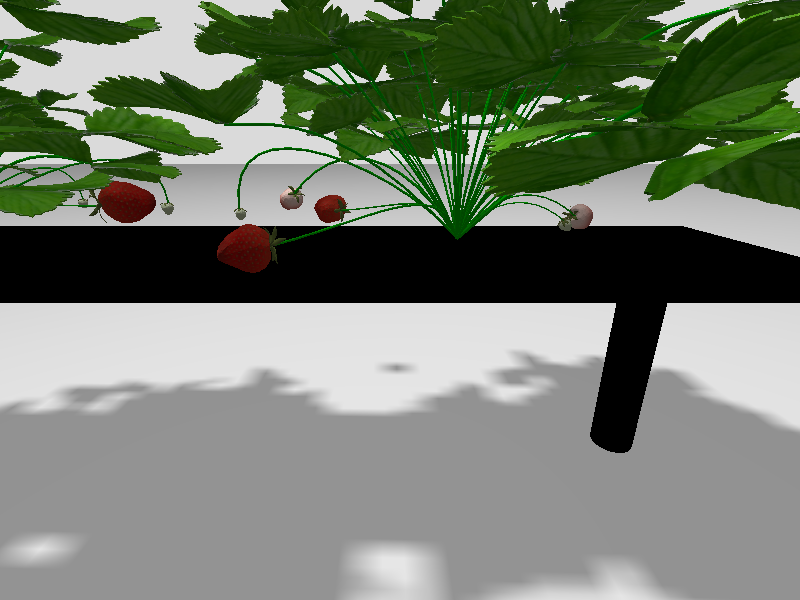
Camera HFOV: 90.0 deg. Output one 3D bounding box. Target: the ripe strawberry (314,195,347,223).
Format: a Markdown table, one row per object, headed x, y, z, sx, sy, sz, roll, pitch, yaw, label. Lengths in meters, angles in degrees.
| x | y | z | sx | sy | sz | roll | pitch | yaw | label |
| --- | --- | --- | --- | --- | --- | --- | --- | --- | --- |
| -0.075 | -0.097 | 0.425 | 0.034 | 0.029 | 0.034 | 12 | 24 | 31 | ripe strawberry |

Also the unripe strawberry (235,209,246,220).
| x | y | z | sx | sy | sz | roll | pitch | yaw | label |
| --- | --- | --- | --- | --- | --- | --- | --- | --- | --- |
| -0.160 | -0.086 | 0.403 | 0.010 | 0.011 | 0.011 | 5 | 21 | 14 | unripe strawberry |

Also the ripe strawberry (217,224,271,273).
| x | y | z | sx | sy | sz | roll | pitch | yaw | label |
| --- | --- | --- | --- | --- | --- | --- | --- | --- | --- |
| -0.098 | -0.032 | 0.252 | 0.032 | 0.031 | 0.030 | -14 | 25 | -32 | ripe strawberry |

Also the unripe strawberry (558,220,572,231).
| x | y | z | sx | sy | sz | roll | pitch | yaw | label |
| --- | --- | --- | --- | --- | --- | --- | --- | --- | --- |
| 0.158 | -0.071 | 0.382 | 0.011 | 0.011 | 0.013 | -41 | 26 | 0 | unripe strawberry |

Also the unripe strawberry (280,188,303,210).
| x | y | z | sx | sy | sz | roll | pitch | yaw | label |
| --- | --- | --- | --- | --- | --- | --- | --- | --- | --- |
| -0.142 | -0.130 | 0.518 | 0.031 | 0.027 | 0.031 | -20 | -6 | -43 | unripe strawberry |

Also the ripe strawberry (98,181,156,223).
| x | y | z | sx | sy | sz | roll | pitch | yaw | label |
| --- | --- | --- | --- | --- | --- | --- | --- | --- | --- |
| -0.285 | -0.103 | 0.419 | 0.049 | 0.042 | 0.049 | -13 | 24 | -32 | ripe strawberry |

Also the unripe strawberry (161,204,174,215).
| x | y | z | sx | sy | sz | roll | pitch | yaw | label |
| --- | --- | --- | --- | --- | --- | --- | --- | --- | --- |
| -0.281 | -0.110 | 0.484 | 0.015 | 0.013 | 0.013 | 16 | 26 | 37 | unripe strawberry |

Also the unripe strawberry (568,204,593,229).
| x | y | z | sx | sy | sz | roll | pitch | yaw | label |
| --- | --- | --- | --- | --- | --- | --- | --- | --- | --- |
| 0.181 | -0.083 | 0.399 | 0.025 | 0.025 | 0.023 | 4 | 17 | -24 | unripe strawberry |

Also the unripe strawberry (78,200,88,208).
| x | y | z | sx | sy | sz | roll | pitch | yaw | label |
| --- | --- | --- | --- | --- | --- | --- | --- | --- | --- |
| -0.385 | -0.117 | 0.487 | 0.011 | 0.010 | 0.010 | 2 | 20 | 5 | unripe strawberry |
